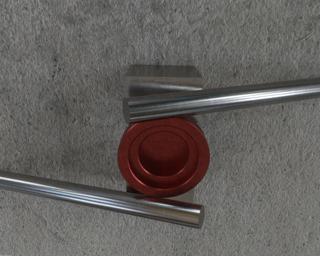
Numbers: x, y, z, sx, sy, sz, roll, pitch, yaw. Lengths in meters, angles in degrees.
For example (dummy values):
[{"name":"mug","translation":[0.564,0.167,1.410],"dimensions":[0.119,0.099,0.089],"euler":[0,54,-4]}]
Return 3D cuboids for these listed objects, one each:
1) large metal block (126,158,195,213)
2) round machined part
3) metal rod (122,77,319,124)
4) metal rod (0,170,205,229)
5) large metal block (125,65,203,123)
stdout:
[{"name":"large metal block","translation":[0.000,0.069,0.407],"dimensions":[0.081,0.080,0.050],"euler":[1,110,-1]},{"name":"round machined part","translation":[0.004,0.026,0.349],"dimensions":[0.099,0.042,0.097],"euler":[0,110,-1]},{"name":"metal rod","translation":[0.108,-0.036,0.342],"dimensions":[0.303,0.025,0.025],"euler":[-8,112,-21]},{"name":"metal rod","translation":[-0.095,0.082,0.381],"dimensions":[0.301,0.025,0.025],"euler":[5,112,22]},{"name":"large metal block","translation":[0.003,-0.043,0.366],"dimensions":[0.081,0.080,0.050],"euler":[1,110,-1]}]
